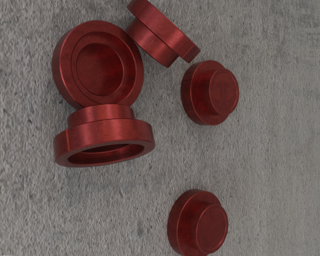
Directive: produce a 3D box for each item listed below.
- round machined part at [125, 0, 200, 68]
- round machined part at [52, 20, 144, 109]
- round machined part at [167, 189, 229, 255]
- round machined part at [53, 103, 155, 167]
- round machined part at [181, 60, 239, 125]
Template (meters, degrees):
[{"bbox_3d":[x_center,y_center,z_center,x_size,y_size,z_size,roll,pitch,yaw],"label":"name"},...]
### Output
[{"bbox_3d":[-0.002,-0.109,0.368,0.098,0.098,0.042,32,108,-35],"label":"round machined part"},{"bbox_3d":[-0.069,-0.062,0.336,0.099,0.042,0.097,0,90,-40],"label":"round machined part"},{"bbox_3d":[0.061,0.140,0.445,0.099,0.042,0.097,0,90,-40],"label":"round machined part"},{"bbox_3d":[-0.057,0.007,0.314,0.099,0.098,0.042,3,68,-40],"label":"round machined part"},{"bbox_3d":[0.081,-0.052,0.461,0.099,0.042,0.097,0,90,-40],"label":"round machined part"}]
